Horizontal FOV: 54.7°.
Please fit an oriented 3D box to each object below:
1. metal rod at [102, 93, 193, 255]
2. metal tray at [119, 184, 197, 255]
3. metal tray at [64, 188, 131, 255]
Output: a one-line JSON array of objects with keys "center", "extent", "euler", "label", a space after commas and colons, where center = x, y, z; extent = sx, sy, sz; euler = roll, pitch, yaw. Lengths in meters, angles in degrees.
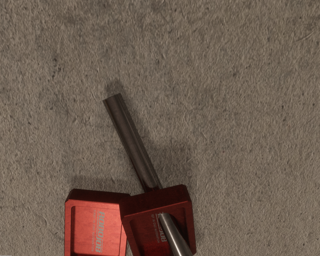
[{"center": [-0.004, 0.095, 0.424], "extent": [0.025, 0.025, 0.299], "euler": [-22, 101, 7], "label": "metal rod"}, {"center": [0.001, 0.140, 0.431], "extent": [0.091, 0.030, 0.129], "euler": [-13, 129, -5], "label": "metal tray"}, {"center": [-0.093, 0.158, 0.463], "extent": [0.091, 0.030, 0.129], "euler": [6, 110, -3], "label": "metal tray"}]
